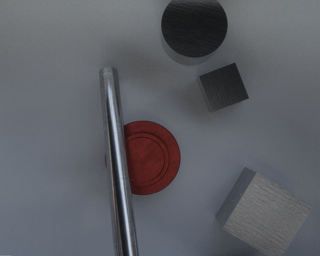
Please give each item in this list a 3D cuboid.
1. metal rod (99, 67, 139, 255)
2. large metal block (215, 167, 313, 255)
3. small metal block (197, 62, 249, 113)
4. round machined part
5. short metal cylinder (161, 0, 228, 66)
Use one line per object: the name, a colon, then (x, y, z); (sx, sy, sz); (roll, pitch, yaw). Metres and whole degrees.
metal rod: (-0.046, 0.059, 0.349); (0.025, 0.025, 0.299); (-9, 65, 0)
large metal block: (0.131, 0.108, 0.401); (0.080, 0.050, 0.080); (31, 90, -1)
small metal block: (0.083, -0.053, 0.413); (0.050, 0.025, 0.050); (-21, 90, -1)
round machined part: (-0.022, 0.039, 0.403); (0.099, 0.042, 0.097); (0, 90, -1)
short metal cylinder: (0.042, -0.125, 0.399); (0.081, 0.050, 0.079); (0, 90, -1)
